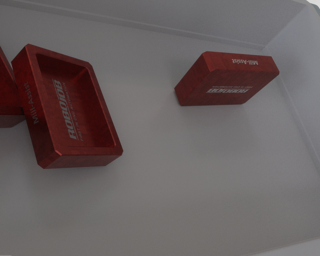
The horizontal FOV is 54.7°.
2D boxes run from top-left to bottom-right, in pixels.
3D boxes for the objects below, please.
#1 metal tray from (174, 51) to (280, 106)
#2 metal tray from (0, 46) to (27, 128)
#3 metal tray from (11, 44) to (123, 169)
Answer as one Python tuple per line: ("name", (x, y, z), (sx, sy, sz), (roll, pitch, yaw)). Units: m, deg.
("metal tray", (0.098, -0.069, 0.458), (0.131, 0.090, 0.030), (-4, 64, -30))
("metal tray", (-0.181, -0.063, 0.291), (0.030, 0.090, 0.130), (-28, 89, 7))
("metal tray", (-0.100, -0.022, 0.339), (0.091, 0.030, 0.130), (7, 55, -55))
